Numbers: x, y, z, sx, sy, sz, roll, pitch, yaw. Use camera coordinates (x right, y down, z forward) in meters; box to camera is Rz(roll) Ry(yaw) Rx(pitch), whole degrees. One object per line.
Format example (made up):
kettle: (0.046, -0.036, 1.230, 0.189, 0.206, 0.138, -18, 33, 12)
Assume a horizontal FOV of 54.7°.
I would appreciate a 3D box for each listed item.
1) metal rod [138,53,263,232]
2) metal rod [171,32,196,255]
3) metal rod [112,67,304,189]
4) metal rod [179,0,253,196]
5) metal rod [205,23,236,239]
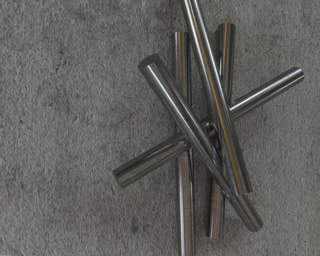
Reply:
metal rod: (0.064, 0.038, 0.386, 0.025, 0.025, 0.300, -44, 121, -14)
metal rod: (0.033, 0.022, 0.420, 0.025, 0.025, 0.298, -2, 91, -20)
metal rod: (0.075, -0.009, 0.408, 0.302, 0.025, 0.025, -29, 100, -18)
metal rod: (0.064, -0.066, 0.392, 0.025, 0.025, 0.299, -9, 78, -20)
metal rod: (0.086, 0.003, 0.440, 0.025, 0.025, 0.298, 4, 89, -20)
